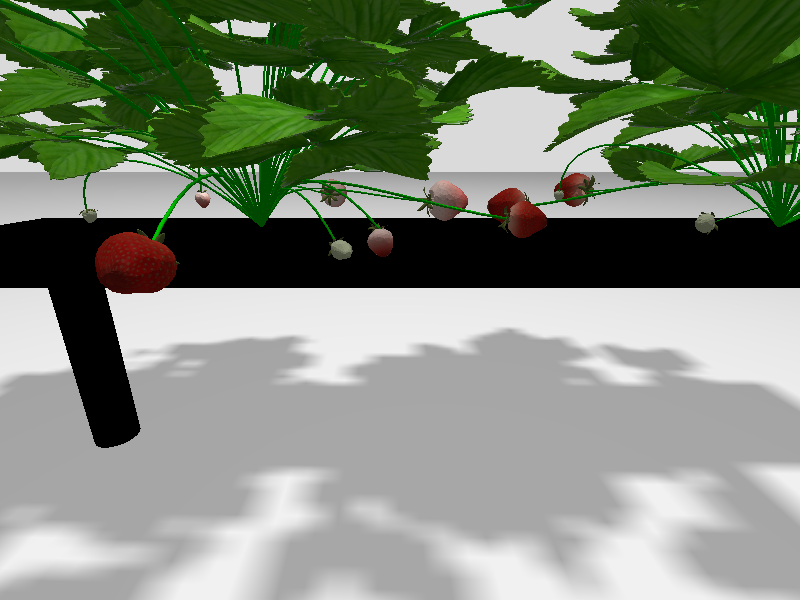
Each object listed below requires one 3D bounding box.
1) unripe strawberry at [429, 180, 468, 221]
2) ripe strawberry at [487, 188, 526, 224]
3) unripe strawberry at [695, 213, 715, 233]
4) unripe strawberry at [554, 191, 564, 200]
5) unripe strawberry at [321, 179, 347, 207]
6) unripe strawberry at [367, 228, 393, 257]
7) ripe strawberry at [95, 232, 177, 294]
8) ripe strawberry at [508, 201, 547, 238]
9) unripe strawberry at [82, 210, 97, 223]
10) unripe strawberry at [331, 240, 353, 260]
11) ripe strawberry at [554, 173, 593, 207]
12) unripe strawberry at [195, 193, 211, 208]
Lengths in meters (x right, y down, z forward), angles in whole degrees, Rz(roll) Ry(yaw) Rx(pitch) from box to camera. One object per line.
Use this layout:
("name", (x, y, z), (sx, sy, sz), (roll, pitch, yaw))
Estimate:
("unripe strawberry", (0.047, -0.096, 0.388), (0.039, 0.038, 0.036), (-5, 20, -15))
("ripe strawberry", (0.096, -0.085, 0.365), (0.033, 0.033, 0.031), (1, 19, 5))
("unripe strawberry", (0.239, -0.061, 0.315), (0.014, 0.015, 0.013), (-7, 20, -18))
("unripe strawberry", (0.188, -0.124, 0.475), (0.011, 0.011, 0.011), (18, 26, 42))
("unripe strawberry", (-0.081, -0.135, 0.504), (0.032, 0.034, 0.035), (4, 19, 12))
("unripe strawberry", (-0.011, -0.034, 0.242), (0.017, 0.017, 0.015), (-18, 8, -42))
("ripe strawberry", (-0.110, -0.014, 0.164), (0.029, 0.025, 0.029), (-1, 27, -3))
("ripe strawberry", (0.095, -0.060, 0.298), (0.028, 0.027, 0.026), (5, 20, 12))
("unripe strawberry", (-0.272, -0.074, 0.351), (0.012, 0.011, 0.010), (1, 19, 2))
("unripe strawberry", (-0.033, -0.028, 0.227), (0.013, 0.011, 0.013), (-13, 34, -33))
("ripe strawberry", (0.212, -0.135, 0.492), (0.044, 0.039, 0.040), (-14, 23, -34))
("unripe strawberry", (-0.246, -0.124, 0.499), (0.018, 0.019, 0.019), (-14, 24, -35))
